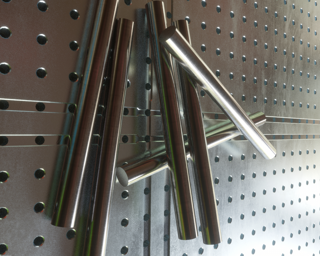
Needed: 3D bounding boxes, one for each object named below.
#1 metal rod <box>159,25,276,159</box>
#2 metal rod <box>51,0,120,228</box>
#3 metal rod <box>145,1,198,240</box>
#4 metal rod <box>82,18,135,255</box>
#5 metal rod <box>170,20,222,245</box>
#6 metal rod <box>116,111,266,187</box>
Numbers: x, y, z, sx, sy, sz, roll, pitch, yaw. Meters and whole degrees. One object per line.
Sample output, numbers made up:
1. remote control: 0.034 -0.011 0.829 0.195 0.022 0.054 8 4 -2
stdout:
1. metal rod: 0.099 -0.032 0.449 0.301 0.025 0.025 40 66 -38
2. metal rod: -0.077 -0.045 0.343 0.025 0.025 0.299 16 80 -39
3. metal rod: 0.014 -0.012 0.394 0.025 0.025 0.299 -6 86 -40
4. metal rod: -0.060 0.022 0.358 0.025 0.025 0.299 11 83 -39
5. metal rod: 0.048 0.002 0.419 0.025 0.025 0.299 -5 84 -40
6. metal rod: 0.067 0.020 0.463 0.302 0.025 0.025 -19 102 -38
